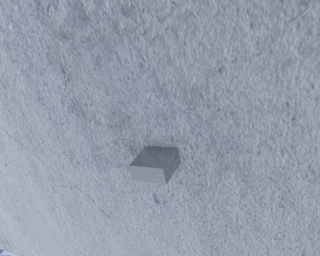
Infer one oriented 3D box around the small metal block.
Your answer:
[{"bbox_3d":[-0.006,0.049,0.423,0.050,0.050,0.025,2,119,27],"label":"small metal block"}]
